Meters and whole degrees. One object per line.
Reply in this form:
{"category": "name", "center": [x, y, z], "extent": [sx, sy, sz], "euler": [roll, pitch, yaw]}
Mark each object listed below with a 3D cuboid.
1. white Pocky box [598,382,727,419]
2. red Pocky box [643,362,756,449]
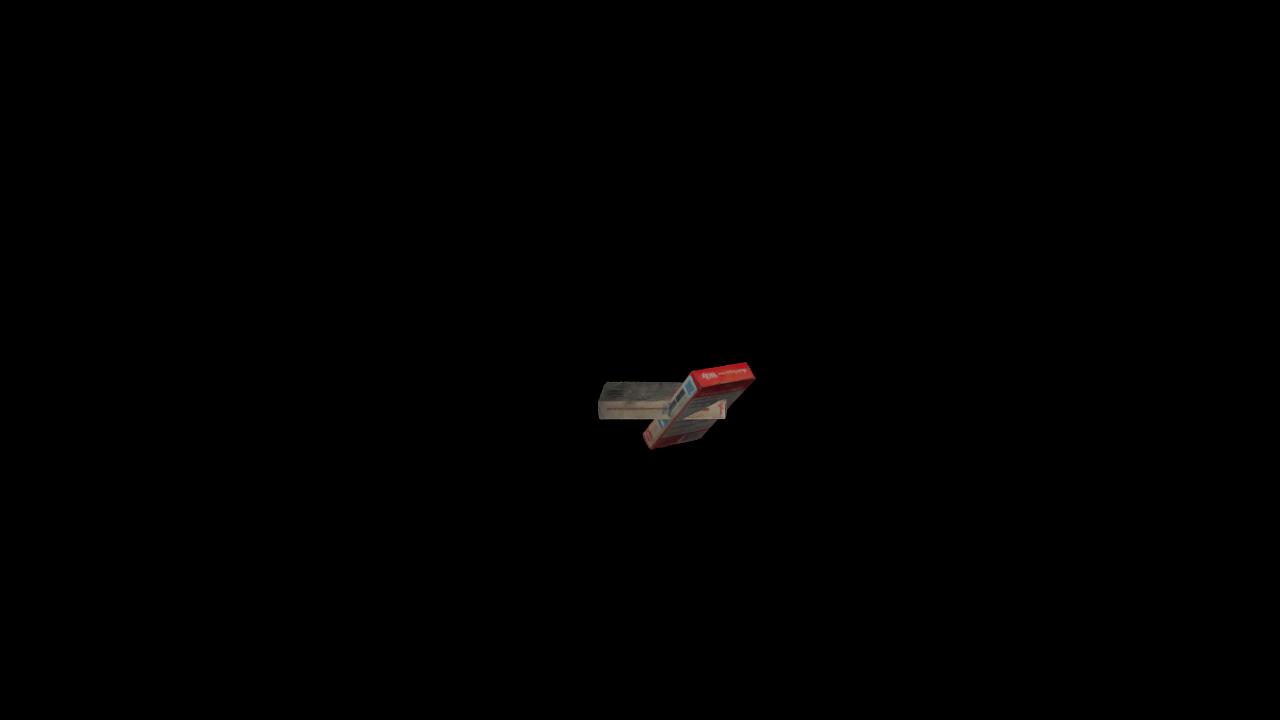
{"category": "white Pocky box", "center": [0.028, 0.049, 0.769], "extent": [0.154, 0.028, 0.084], "euler": [0, 13, 3]}
{"category": "red Pocky box", "center": [0.069, 0.058, 0.754], "extent": [0.083, 0.028, 0.155], "euler": [-7, -31, -30]}
